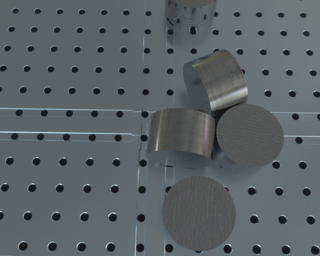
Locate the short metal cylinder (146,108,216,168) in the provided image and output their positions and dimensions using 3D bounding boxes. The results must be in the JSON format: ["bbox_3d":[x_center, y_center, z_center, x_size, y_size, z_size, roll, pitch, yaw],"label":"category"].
[{"bbox_3d":[0.026,0.015,0.377,0.080,0.080,0.050,6,70,2],"label":"short metal cylinder"}]

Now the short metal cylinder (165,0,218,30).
[{"bbox_3d":[0.048,-0.198,0.471,0.081,0.050,0.080,0,70,0],"label":"short metal cylinder"}]

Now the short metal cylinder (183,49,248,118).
[{"bbox_3d":[0.070,-0.055,0.403,0.050,0.080,0.080,-22,72,-8],"label":"short metal cylinder"}]

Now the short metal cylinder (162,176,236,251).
[{"bbox_3d":[0.043,0.100,0.362,0.081,0.050,0.080,0,70,0],"label":"short metal cylinder"}]

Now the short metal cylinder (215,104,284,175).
[{"bbox_3d":[0.108,0.016,0.393,0.081,0.050,0.080,0,70,0],"label":"short metal cylinder"}]
